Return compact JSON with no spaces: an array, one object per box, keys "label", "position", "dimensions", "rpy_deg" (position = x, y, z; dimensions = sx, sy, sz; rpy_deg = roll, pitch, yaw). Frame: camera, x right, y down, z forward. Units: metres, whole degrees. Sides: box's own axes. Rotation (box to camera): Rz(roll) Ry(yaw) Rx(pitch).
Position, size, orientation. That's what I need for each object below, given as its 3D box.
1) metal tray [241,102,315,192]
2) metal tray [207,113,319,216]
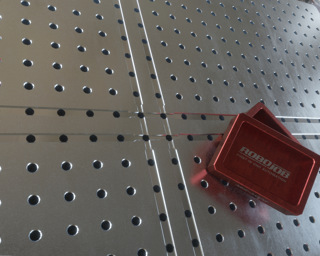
[{"label":"metal tray","position":[0.172,0.031,0.480],"dimensions":[0.130,0.030,0.091],"rpy_deg":[49,51,6]},{"label":"metal tray","position":[0.143,0.049,0.422],"dimensions":[0.130,0.030,0.090],"rpy_deg":[29,73,0]}]
